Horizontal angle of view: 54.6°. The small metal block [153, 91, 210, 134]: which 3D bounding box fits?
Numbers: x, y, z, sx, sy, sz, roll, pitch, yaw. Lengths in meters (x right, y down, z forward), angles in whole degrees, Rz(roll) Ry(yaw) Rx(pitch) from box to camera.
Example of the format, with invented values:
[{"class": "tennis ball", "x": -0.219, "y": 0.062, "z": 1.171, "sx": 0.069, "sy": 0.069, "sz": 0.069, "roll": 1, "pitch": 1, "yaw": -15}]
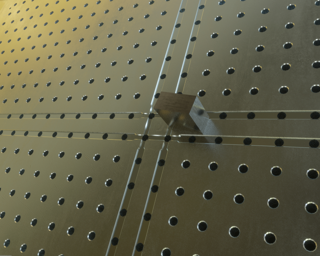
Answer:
[{"class": "small metal block", "x": 0.028, "y": -0.019, "z": 0.390, "sx": 0.050, "sy": 0.050, "sz": 0.025, "roll": 11, "pitch": 68, "yaw": 33}]
